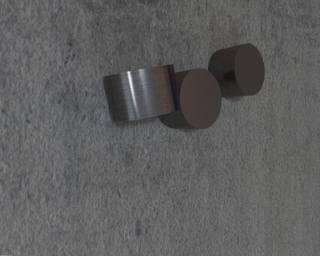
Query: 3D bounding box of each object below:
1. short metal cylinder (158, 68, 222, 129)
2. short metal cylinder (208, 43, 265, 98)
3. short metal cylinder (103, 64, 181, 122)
[{"bbox_3d":[0.039,-0.038,0.423,0.081,0.050,0.079,0,90,-40],"label":"short metal cylinder"},{"bbox_3d":[0.123,-0.090,0.494,0.081,0.050,0.079,0,90,-40],"label":"short metal cylinder"},{"bbox_3d":[-0.020,-0.040,0.354,0.081,0.080,0.050,-18,102,-39],"label":"short metal cylinder"}]
